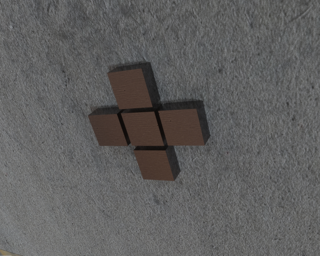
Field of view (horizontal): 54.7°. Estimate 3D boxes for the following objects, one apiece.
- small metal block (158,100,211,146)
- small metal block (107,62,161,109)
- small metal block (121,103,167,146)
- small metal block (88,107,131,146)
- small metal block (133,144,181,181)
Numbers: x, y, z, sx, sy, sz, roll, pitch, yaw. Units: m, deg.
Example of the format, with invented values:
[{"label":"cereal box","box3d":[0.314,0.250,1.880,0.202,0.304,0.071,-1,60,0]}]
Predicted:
[{"label":"small metal block","box3d":[0.031,-0.006,0.387,0.050,0.025,0.050,-2,118,28]},{"label":"small metal block","box3d":[-0.032,-0.053,0.391,0.050,0.025,0.050,-2,118,28]},{"label":"small metal block","box3d":[-0.018,-0.004,0.414,0.050,0.025,0.050,-2,118,28]},{"label":"small metal block","box3d":[-0.068,-0.002,0.441,0.050,0.025,0.050,-2,118,28]},{"label":"small metal block","box3d":[-0.003,0.046,0.437,0.050,0.025,0.050,-2,118,29]}]
